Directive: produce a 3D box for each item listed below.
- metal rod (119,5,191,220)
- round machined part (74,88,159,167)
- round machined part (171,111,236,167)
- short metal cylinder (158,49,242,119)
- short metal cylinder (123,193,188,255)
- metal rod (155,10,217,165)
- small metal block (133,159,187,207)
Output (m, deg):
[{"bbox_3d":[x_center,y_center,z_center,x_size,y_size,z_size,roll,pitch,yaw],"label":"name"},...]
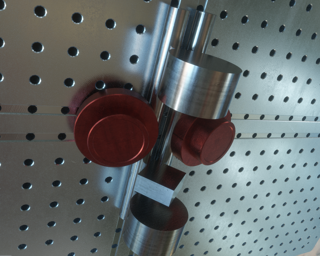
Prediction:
[{"bbox_3d":[-0.013,-0.001,0.402,0.025,0.025,0.298,1,118,-29],"label":"metal rod"},{"bbox_3d":[-0.049,0.006,0.361,0.099,0.042,0.097,-6,119,-10],"label":"round machined part"},{"bbox_3d":[0.065,0.012,0.426,0.099,0.042,0.097,-26,134,-30],"label":"round machined part"},{"bbox_3d":[0.042,-0.050,0.339,0.081,0.080,0.050,1,118,-29],"label":"short metal cylinder"},{"bbox_3d":[-0.007,0.130,0.424,0.081,0.080,0.050,1,118,-29],"label":"short metal cylinder"},{"bbox_3d":[0.018,-0.002,0.418,0.025,0.025,0.298,1,118,-29],"label":"metal rod"},{"bbox_3d":[0.001,0.071,0.409,0.050,0.050,0.025,-39,148,-61],"label":"small metal block"}]
